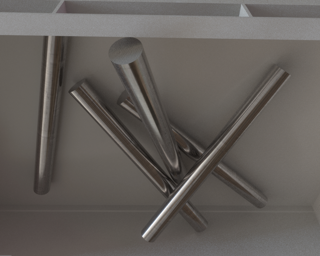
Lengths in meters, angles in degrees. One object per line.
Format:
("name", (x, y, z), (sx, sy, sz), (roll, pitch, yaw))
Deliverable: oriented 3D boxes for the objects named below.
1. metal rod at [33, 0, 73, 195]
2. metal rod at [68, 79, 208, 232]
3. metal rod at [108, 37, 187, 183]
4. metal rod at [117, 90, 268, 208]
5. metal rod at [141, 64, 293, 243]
("metal rod", (-0.142, -0.014, 0.395), (0.025, 0.025, 0.298), (13, 129, -11))
("metal rod", (-0.016, 0.054, 0.434), (0.025, 0.025, 0.300), (-27, 119, 21))
("metal rod", (0.004, 0.012, 0.349), (0.025, 0.025, 0.299), (-9, 152, 7))
("metal rod", (0.062, 0.042, 0.445), (0.025, 0.025, 0.301), (-37, 121, 27))
("metal rod", (0.062, 0.047, 0.410), (0.025, 0.025, 0.298), (26, 113, -21))
